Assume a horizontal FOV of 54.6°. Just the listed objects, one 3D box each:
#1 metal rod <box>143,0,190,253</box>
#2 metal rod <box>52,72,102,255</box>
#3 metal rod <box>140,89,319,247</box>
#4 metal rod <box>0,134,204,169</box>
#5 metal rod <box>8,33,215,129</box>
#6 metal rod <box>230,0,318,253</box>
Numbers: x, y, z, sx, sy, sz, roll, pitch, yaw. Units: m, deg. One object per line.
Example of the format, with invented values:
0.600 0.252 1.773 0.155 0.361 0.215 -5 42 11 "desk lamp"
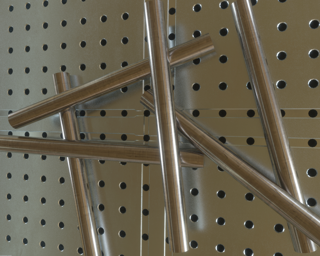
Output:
0.008 -0.003 0.376 0.025 0.025 0.298 -6 89 20 "metal rod"
-0.120 0.066 0.455 0.025 0.025 0.299 -13 86 19 "metal rod"
0.089 0.045 0.362 0.300 0.025 0.025 39 103 22 "metal rod"
-0.091 0.031 0.424 0.301 0.025 0.025 3 91 12 "metal rod"
-0.073 -0.059 0.421 0.301 0.025 0.025 -19 84 12 "metal rod"
0.132 -0.007 0.365 0.025 0.025 0.299 -15 85 19 "metal rod"
